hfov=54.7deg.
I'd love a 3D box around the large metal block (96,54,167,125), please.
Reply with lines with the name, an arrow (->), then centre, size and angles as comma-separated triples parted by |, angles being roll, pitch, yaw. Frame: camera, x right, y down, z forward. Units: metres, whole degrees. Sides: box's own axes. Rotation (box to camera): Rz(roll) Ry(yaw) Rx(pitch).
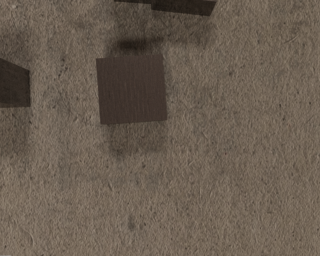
large metal block -> -0.034, -0.047, 0.397 | 0.081, 0.050, 0.079 | -4, 90, -1

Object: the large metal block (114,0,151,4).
large metal block -> -0.034, -0.210, 0.382 | 0.050, 0.080, 0.079 | 4, 90, 0

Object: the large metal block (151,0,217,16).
large metal block -> 0.033, -0.196, 0.398 | 0.081, 0.050, 0.079 | 6, 90, -1

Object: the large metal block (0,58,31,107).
large metal block -> -0.217, -0.052, 0.380 | 0.081, 0.080, 0.050 | -2, 90, -1
